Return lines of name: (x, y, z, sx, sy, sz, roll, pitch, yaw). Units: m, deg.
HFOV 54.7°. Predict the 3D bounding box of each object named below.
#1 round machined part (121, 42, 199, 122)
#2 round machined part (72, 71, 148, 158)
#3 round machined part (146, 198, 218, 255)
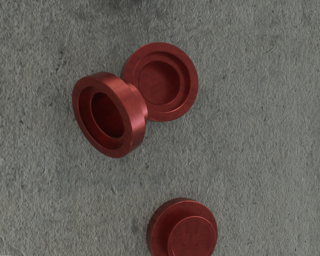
round machined part: (-0.004, -0.056, 0.398, 0.099, 0.042, 0.097, 0, 89, -21)
round machined part: (-0.053, -0.018, 0.356, 0.042, 0.098, 0.098, -33, 102, -42)
round machined part: (0.035, 0.146, 0.413, 0.099, 0.042, 0.097, 0, 90, -20)
